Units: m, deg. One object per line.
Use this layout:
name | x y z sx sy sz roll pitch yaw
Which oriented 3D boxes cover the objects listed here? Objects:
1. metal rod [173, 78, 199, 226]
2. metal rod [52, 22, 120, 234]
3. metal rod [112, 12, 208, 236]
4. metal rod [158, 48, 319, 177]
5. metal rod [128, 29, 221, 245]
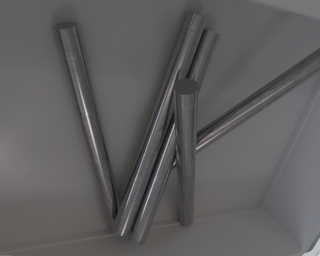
metal rod | 0.035 0.058 0.419 0.025 0.025 0.298 -23 141 -15
metal rod | -0.078 0.025 0.380 0.025 0.025 0.298 -18 126 -18
metal rod | -0.006 0.007 0.392 0.025 0.025 0.298 10 109 -33
metal rod | 0.112 -0.024 0.405 0.300 0.025 0.025 -36 131 15
metal rod | 0.014 0.022 0.406 0.025 0.025 0.298 10 106 -33
